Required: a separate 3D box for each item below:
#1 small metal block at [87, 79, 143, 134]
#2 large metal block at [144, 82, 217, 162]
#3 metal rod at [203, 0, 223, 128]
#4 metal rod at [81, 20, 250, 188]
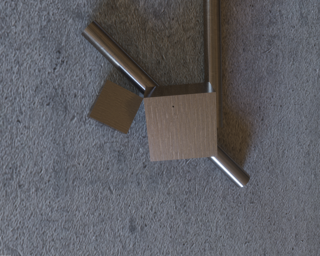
[{"bbox_3d":[-0.056,-0.026,0.389,0.050,0.025,0.050,27,81,-19],"label":"small metal block"},{"bbox_3d":[0.025,-0.009,0.381,0.080,0.050,0.079,-5,111,2],"label":"large metal block"},{"bbox_3d":[0.074,-0.150,0.437,0.025,0.025,0.298,-1,91,-20],"label":"metal rod"},{"bbox_3d":[0.018,-0.023,0.416,0.300,0.025,0.025,44,76,-15],"label":"metal rod"}]
